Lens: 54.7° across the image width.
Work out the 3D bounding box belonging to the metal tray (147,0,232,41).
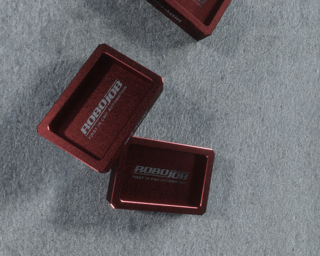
[{"bbox_3d":[0.032,-0.194,0.418,0.130,0.030,0.090,34,79,-17],"label":"metal tray"}]

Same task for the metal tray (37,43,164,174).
[{"bbox_3d":[-0.066,-0.024,0.364,0.090,0.030,0.130,32,78,6],"label":"metal tray"}]

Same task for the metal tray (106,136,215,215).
[{"bbox_3d":[0.003,0.063,0.408,0.131,0.030,0.089,10,87,-20],"label":"metal tray"}]
